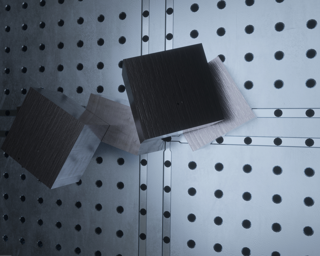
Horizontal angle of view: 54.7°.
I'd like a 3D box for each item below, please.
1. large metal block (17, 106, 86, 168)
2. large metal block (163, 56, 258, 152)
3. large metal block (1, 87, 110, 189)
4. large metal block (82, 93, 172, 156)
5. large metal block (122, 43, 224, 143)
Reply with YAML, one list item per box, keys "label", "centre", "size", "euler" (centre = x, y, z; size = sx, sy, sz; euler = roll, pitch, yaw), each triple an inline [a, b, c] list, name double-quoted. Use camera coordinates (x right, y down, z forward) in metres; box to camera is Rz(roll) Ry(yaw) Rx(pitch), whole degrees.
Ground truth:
- label: "large metal block"
  centre: [-0.146, 0.009, 0.433]
  size: [0.050, 0.080, 0.080]
  euler: [-7, 88, 19]
- label: "large metal block"
  centre: [0.060, -0.027, 0.377]
  size: [0.080, 0.050, 0.080]
  euler: [-32, 80, 17]
- label: "large metal block"
  centre: [-0.119, 0.010, 0.354]
  size: [0.080, 0.050, 0.080]
  euler: [33, 100, 17]
- label: "large metal block"
  centre: [-0.040, -0.005, 0.396]
  size: [0.080, 0.080, 0.050]
  euler: [20, 97, 18]
- label: "large metal block"
  centre: [0.010, -0.034, 0.322]
  size: [0.081, 0.050, 0.080]
  euler: [-14, 85, -10]
